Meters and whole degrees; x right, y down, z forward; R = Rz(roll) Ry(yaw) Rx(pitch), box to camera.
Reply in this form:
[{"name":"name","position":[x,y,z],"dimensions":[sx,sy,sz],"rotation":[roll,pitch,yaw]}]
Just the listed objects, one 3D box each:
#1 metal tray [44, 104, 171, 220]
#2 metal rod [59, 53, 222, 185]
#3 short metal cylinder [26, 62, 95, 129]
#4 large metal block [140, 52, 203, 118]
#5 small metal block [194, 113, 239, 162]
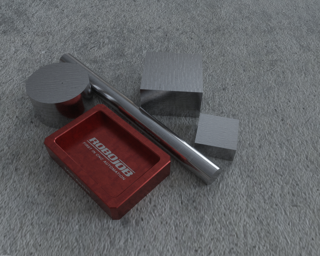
[{"name":"metal tray","position":[-0.063,0.034,0.372],"dimensions":[0.130,0.030,0.090],"rotation":[37,59,26]},{"name":"metal rod","position":[-0.043,-0.026,0.425],"dimensions":[0.300,0.025,0.025],"rotation":[38,59,27]},{"name":"short metal cylinder","position":[-0.134,-0.045,0.424],"dimensions":[0.081,0.050,0.080],"rotation":[0,50,0]},{"name":"large metal block","position":[0.017,-0.062,0.441],"dimensions":[0.080,0.050,0.080],"rotation":[3,50,2]},{"name":"small metal block","position":[0.072,0.011,0.397],"dimensions":[0.050,0.025,0.050],"rotation":[10,51,8]}]
